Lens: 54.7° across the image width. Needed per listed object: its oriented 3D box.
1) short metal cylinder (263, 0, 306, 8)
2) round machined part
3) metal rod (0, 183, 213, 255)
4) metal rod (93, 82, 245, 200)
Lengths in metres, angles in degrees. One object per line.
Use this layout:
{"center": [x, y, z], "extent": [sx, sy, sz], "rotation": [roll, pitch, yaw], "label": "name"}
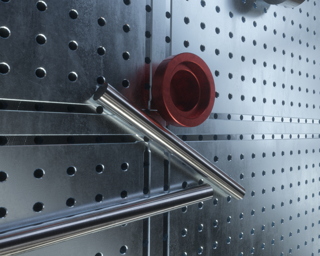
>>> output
{"center": [0.229, -0.263, 0.564], "extent": [0.050, 0.080, 0.079], "rotation": [-8, 95, -40], "label": "short metal cylinder"}
{"center": [0.027, -0.050, 0.420], "extent": [0.099, 0.042, 0.097], "rotation": [0, 90, -40], "label": "round machined part"}
{"center": [-0.045, 0.103, 0.371], "extent": [0.302, 0.025, 0.025], "rotation": [-3, 92, -40], "label": "metal rod"}
{"center": [0.032, 0.034, 0.435], "extent": [0.301, 0.025, 0.025], "rotation": [37, 67, -34], "label": "metal rod"}
